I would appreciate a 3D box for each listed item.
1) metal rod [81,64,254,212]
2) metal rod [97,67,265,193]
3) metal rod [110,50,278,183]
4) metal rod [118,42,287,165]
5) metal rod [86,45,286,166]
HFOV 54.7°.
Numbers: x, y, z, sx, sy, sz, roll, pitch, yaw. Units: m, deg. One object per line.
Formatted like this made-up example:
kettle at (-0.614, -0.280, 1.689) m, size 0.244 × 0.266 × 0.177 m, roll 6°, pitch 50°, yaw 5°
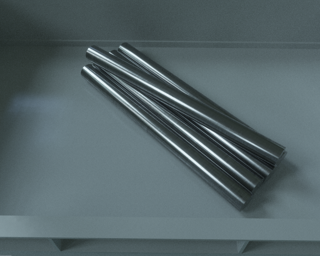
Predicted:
metal rod at (-0.008, -0.003, 0.406) m, size 0.025 × 0.025 × 0.300 m, roll -36°, pitch 59°, yaw -26°
metal rod at (0.007, -0.018, 0.419) m, size 0.025 × 0.025 × 0.300 m, roll -36°, pitch 59°, yaw -26°
metal rod at (0.026, -0.030, 0.429) m, size 0.025 × 0.025 × 0.300 m, roll -36°, pitch 59°, yaw -26°
metal rod at (0.043, -0.046, 0.442) m, size 0.025 × 0.025 × 0.300 m, roll -36°, pitch 59°, yaw -26°
metal rod at (0.016, -0.040, 0.403) m, size 0.300 × 0.025 × 0.025 m, roll 32°, pitch 57°, yaw 23°
